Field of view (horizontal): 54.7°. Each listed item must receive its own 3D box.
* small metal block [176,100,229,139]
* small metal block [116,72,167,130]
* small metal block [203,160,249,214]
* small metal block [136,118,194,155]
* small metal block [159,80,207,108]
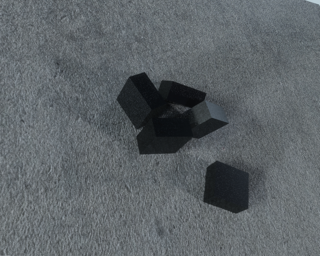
[{"bbox_3d":[0.056,-0.010,0.412,0.050,0.050,0.025,12,54,-53],"label":"small metal block"},{"bbox_3d":[-0.025,-0.034,0.395,0.025,0.050,0.050,-26,76,-37],"label":"small metal block"},{"bbox_3d":[0.087,0.077,0.403,0.050,0.025,0.050,23,53,-15],"label":"small metal block"},{"bbox_3d":[0.005,0.011,0.384,0.050,0.050,0.025,1,62,-28],"label":"small metal block"},{"bbox_3d":[0.028,-0.046,0.428,0.050,0.050,0.025,17,95,-19],"label":"small metal block"}]
